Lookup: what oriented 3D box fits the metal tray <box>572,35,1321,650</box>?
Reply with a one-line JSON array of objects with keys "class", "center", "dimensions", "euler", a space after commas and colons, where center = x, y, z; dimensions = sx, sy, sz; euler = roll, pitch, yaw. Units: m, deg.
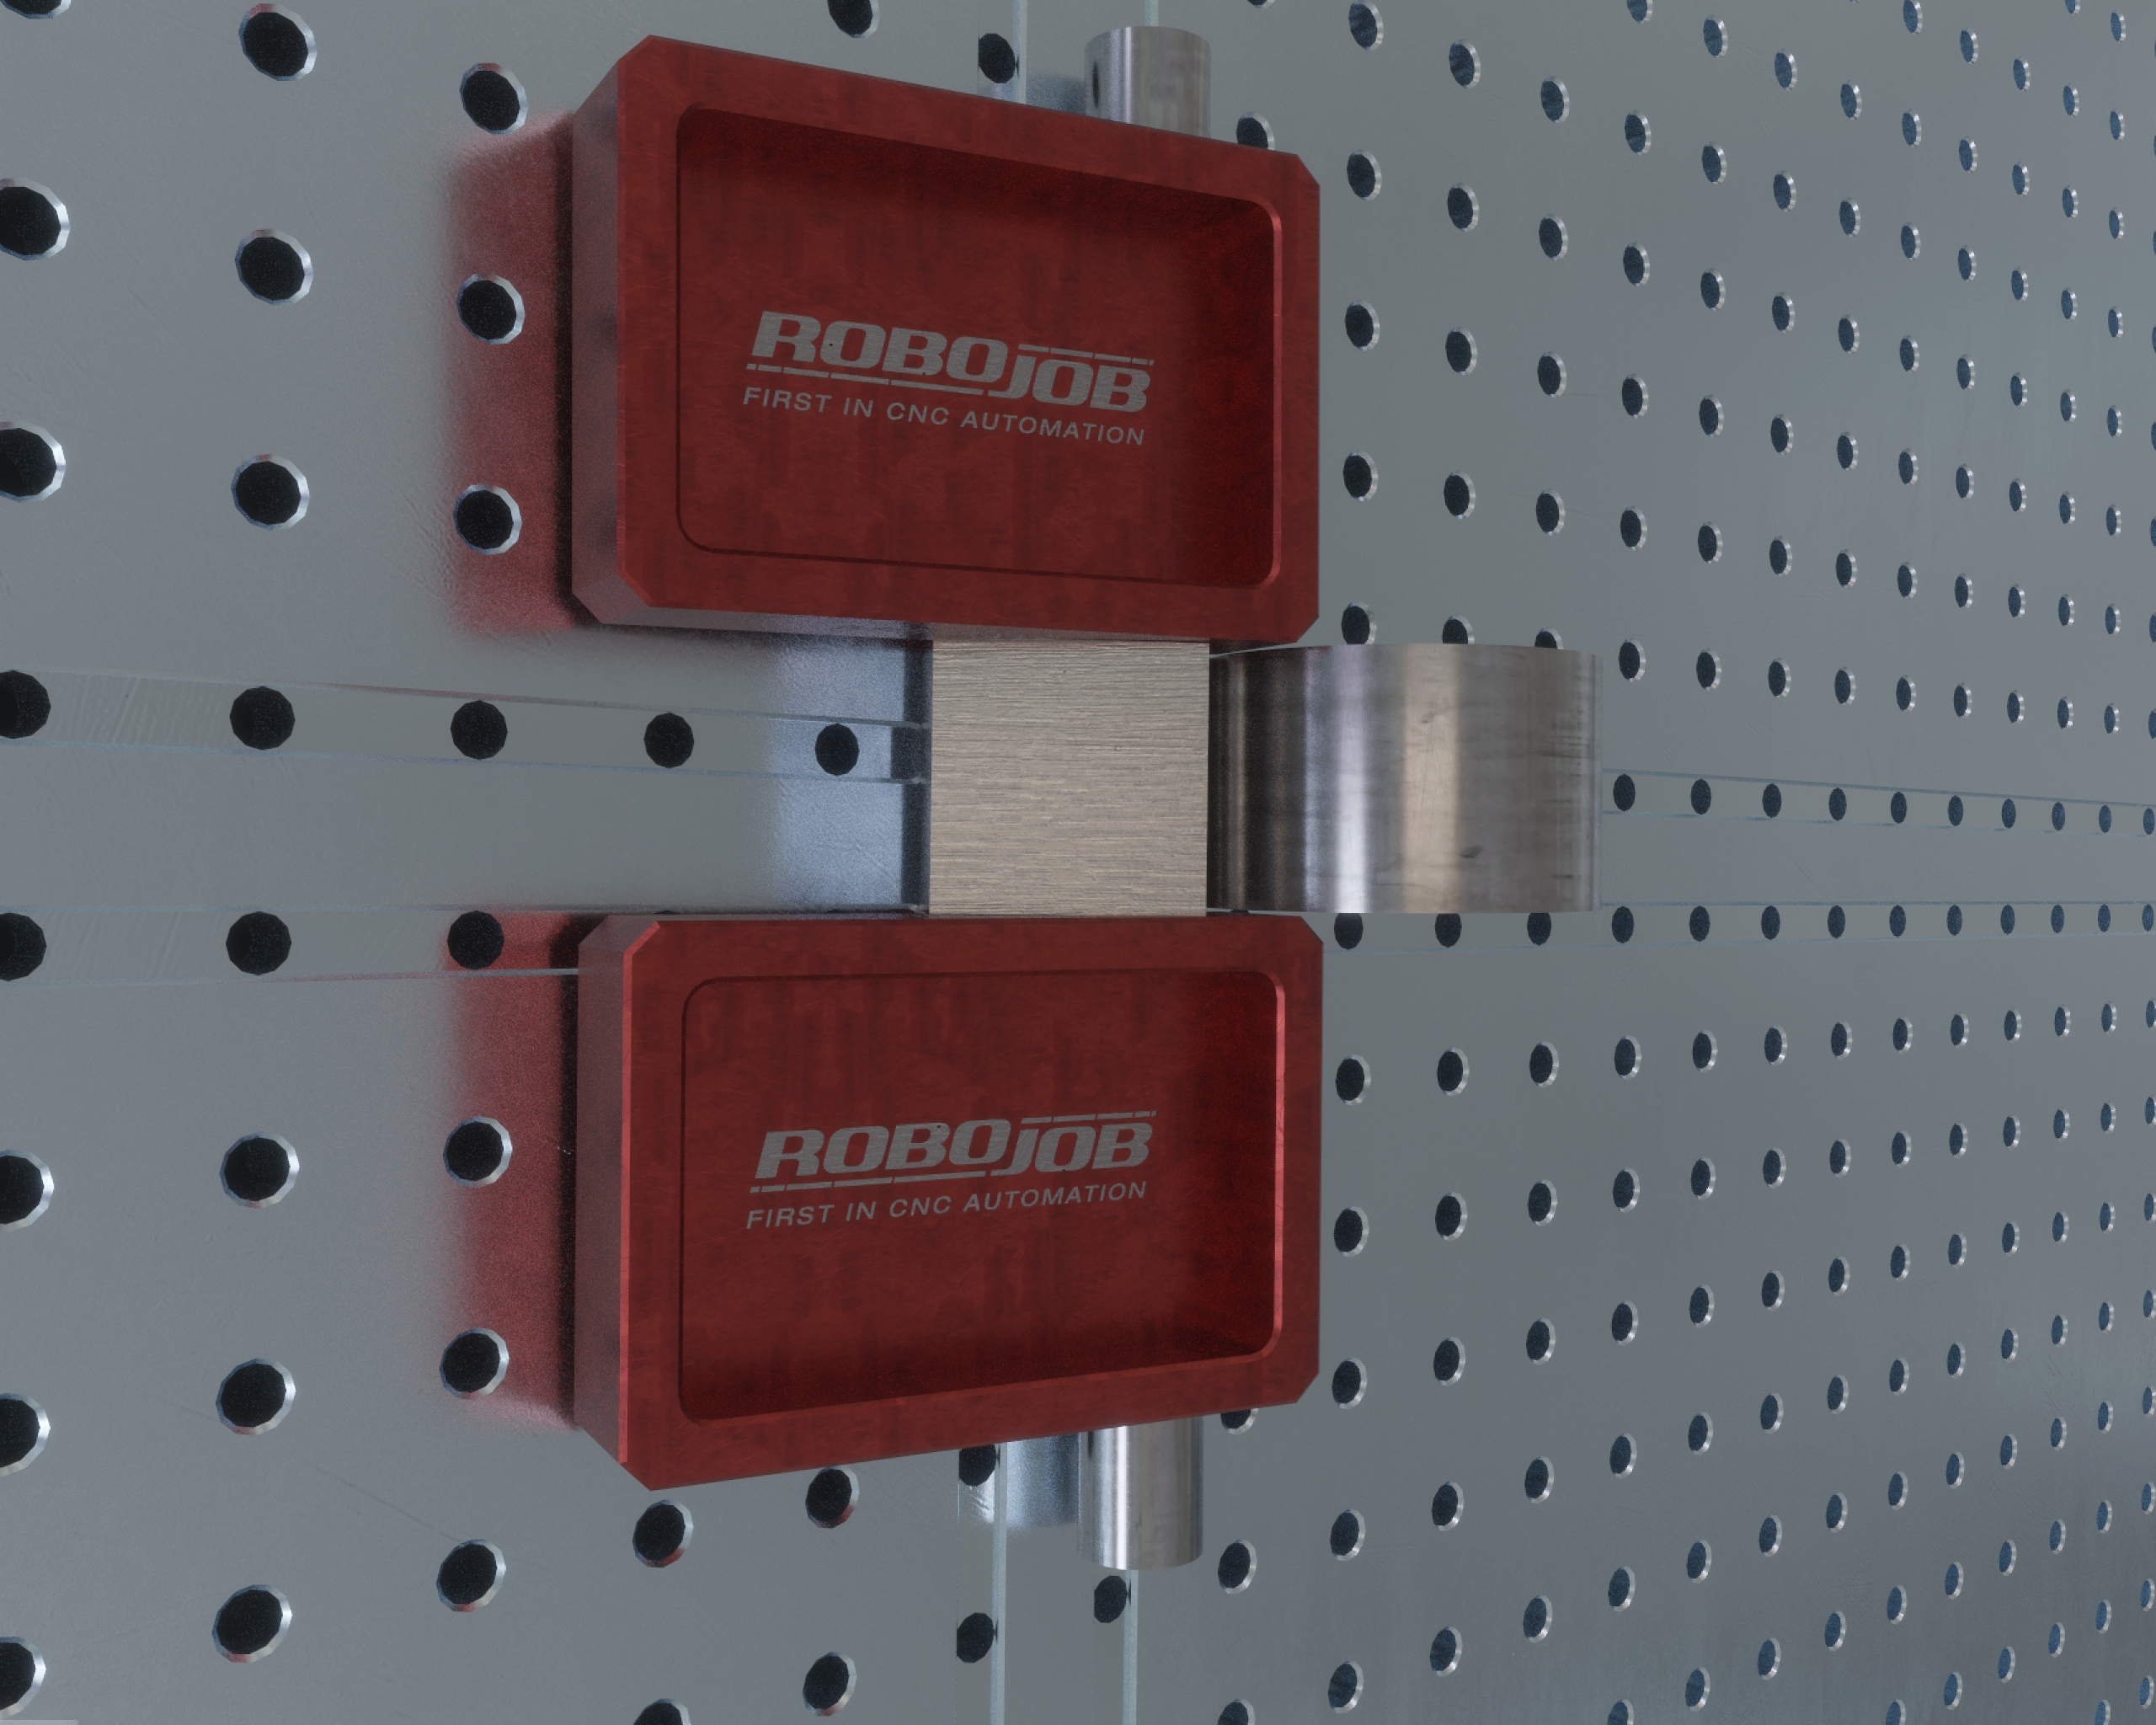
[{"class": "metal tray", "center": [-0.020, -0.085, 0.366], "dimensions": [0.131, 0.030, 0.089], "euler": [0, 90, -28]}]

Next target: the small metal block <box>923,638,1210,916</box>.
[{"class": "small metal block", "center": [-0.003, -0.015, 0.388], "dimensions": [0.050, 0.025, 0.050], "euler": [1, 90, -9]}]

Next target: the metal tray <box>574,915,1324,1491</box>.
[{"class": "metal tray", "center": [-0.019, 0.054, 0.367], "dimensions": [0.131, 0.030, 0.089], "euler": [0, 90, -28]}]

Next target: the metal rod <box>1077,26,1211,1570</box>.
[{"class": "metal rod", "center": [0.013, -0.013, 0.415], "dimensions": [0.025, 0.025, 0.298], "euler": [0, 90, -40]}]

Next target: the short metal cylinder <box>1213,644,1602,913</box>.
[{"class": "short metal cylinder", "center": [0.065, -0.016, 0.424], "dimensions": [0.081, 0.080, 0.050], "euler": [0, 90, -40]}]
